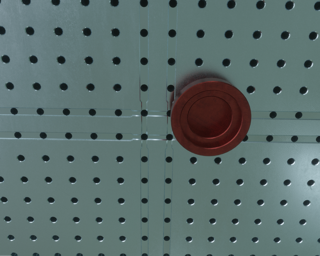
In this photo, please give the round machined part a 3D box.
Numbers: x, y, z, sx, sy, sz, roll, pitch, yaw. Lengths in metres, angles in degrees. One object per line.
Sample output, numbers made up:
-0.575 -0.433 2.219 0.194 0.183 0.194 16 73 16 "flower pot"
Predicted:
0.063 -0.017 0.399 0.099 0.042 0.097 0 110 0 "round machined part"
